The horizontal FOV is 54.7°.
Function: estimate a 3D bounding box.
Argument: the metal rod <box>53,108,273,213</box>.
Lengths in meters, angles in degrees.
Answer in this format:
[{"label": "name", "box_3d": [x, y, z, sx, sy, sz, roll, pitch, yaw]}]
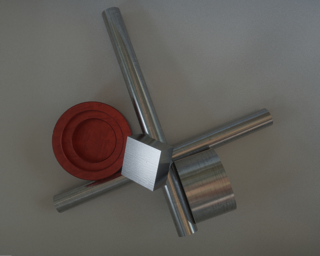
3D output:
[{"label": "metal rod", "box_3d": [0.005, 0.043, 0.410, 0.301, 0.025, 0.025, -23, 90, -1]}]

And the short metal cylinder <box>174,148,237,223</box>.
[{"label": "short metal cylinder", "box_3d": [0.054, 0.071, 0.383, 0.050, 0.080, 0.080, -20, 90, 0]}]

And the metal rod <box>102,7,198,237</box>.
[{"label": "metal rod", "box_3d": [-0.015, -0.013, 0.392, 0.025, 0.025, 0.299, -19, 83, 0]}]

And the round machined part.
[{"label": "round machined part", "box_3d": [-0.084, 0.016, 0.401, 0.099, 0.042, 0.097, 0, 90, -1]}]

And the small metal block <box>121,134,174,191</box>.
[{"label": "small metal block", "box_3d": [-0.016, 0.039, 0.369, 0.050, 0.025, 0.050, 21, 109, 32]}]
